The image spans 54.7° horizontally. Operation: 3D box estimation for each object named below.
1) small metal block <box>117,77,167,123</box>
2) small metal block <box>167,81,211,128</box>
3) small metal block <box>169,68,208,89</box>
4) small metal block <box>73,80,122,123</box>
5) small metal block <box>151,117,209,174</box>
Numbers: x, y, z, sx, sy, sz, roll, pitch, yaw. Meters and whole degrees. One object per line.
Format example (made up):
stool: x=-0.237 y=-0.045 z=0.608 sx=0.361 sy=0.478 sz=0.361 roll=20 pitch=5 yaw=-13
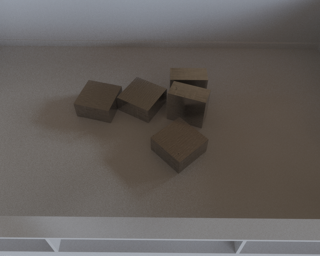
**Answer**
small metal block: x=-0.025 y=-0.041 z=0.439 sx=0.050 sy=0.025 sz=0.050 roll=24 pitch=54 yaw=18
small metal block: x=0.038 y=-0.031 z=0.415 sx=0.050 sy=0.050 sz=0.025 roll=16 pitch=52 yaw=12
small metal block: x=0.039 y=-0.057 z=0.438 sx=0.050 sy=0.050 sz=0.025 roll=0 pitch=50 yaw=0
small metal block: x=-0.085 y=-0.038 z=0.436 sx=0.050 sy=0.025 sz=0.050 roll=12 pitch=51 yaw=9
small metal block: x=0.024 y=0.021 z=0.388 sx=0.050 sy=0.025 sz=0.050 roll=-35 pitch=59 yaw=-26
